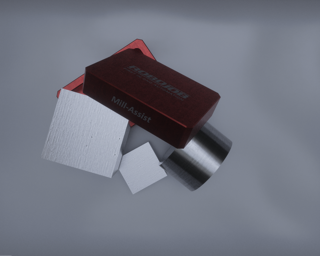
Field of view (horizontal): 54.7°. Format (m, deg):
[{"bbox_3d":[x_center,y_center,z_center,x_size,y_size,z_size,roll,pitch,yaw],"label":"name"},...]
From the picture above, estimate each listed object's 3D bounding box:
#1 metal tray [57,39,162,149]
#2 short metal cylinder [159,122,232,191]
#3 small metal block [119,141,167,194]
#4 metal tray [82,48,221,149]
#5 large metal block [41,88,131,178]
[{"bbox_3d":[-0.054,-0.043,0.406,0.130,0.030,0.090,-34,90,-1],"label":"metal tray"},{"bbox_3d":[0.043,0.031,0.384,0.050,0.080,0.080,39,90,-1],"label":"short metal cylinder"},{"bbox_3d":[-0.025,0.051,0.410,0.050,0.025,0.050,-29,90,-1],"label":"small metal block"},{"bbox_3d":[-0.008,-0.039,0.348,0.130,0.090,0.030,30,128,14],"label":"metal tray"},{"bbox_3d":[-0.081,0.006,0.364,0.080,0.050,0.080,16,90,-1],"label":"large metal block"}]
